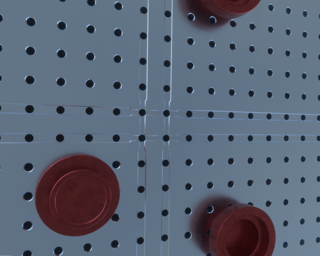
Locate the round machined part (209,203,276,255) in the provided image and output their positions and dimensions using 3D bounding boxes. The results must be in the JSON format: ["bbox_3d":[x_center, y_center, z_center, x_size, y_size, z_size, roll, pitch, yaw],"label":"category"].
[{"bbox_3d":[0.114,0.158,0.447,0.099,0.042,0.097,0,90,-21],"label":"round machined part"}]

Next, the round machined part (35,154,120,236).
[{"bbox_3d":[-0.096,0.081,0.369,0.099,0.042,0.097,0,90,-20],"label":"round machined part"}]

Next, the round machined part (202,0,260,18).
[{"bbox_3d":[0.095,-0.204,0.440,0.099,0.042,0.097,0,90,-21],"label":"round machined part"}]
